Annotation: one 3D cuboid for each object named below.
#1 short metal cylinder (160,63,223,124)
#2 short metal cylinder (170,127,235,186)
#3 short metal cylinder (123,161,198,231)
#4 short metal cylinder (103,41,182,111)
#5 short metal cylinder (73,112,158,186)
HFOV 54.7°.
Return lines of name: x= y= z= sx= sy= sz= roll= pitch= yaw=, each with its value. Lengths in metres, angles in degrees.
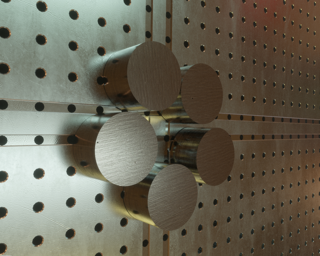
short metal cylinder: x=0.041 y=-0.045 z=0.425 sx=0.081 sy=0.050 sz=0.079 roll=0 pitch=91 yaw=-40
short metal cylinder: x=0.061 y=0.039 z=0.443 sx=0.081 sy=0.050 sz=0.079 roll=-2 pitch=93 yaw=-40
short metal cylinder: x=0.002 y=0.083 z=0.392 sx=0.081 sy=0.050 sz=0.080 roll=0 pitch=90 yaw=-39
short metal cylinder: x=-0.020 y=-0.060 z=0.375 sx=0.081 sy=0.050 sz=0.079 roll=0 pitch=91 yaw=-40
short metal cylinder: x=-0.049 y=0.022 z=0.351 sx=0.081 sy=0.050 sz=0.079 roll=-1 pitch=91 yaw=-40
